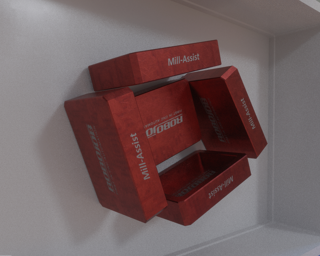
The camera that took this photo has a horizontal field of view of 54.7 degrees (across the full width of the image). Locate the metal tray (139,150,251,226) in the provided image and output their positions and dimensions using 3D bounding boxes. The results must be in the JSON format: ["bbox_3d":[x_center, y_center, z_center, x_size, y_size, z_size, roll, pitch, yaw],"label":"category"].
[{"bbox_3d":[0.044,0.070,0.401,0.131,0.090,0.030,-26,107,-37],"label":"metal tray"}]

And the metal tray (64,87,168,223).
[{"bbox_3d":[-0.048,0.027,0.323,0.030,0.090,0.129,-27,107,-37],"label":"metal tray"}]

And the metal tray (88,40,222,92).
[{"bbox_3d":[-0.004,-0.073,0.360,0.131,0.090,0.030,-20,103,-38],"label":"metal tray"}]

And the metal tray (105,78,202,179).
[{"bbox_3d":[-0.008,-0.004,0.395,0.131,0.030,0.089,-25,106,-37],"label":"metal tray"}]

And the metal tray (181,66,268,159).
[{"bbox_3d":[0.086,-0.019,0.437,0.030,0.090,0.130,-44,117,-31],"label":"metal tray"}]
